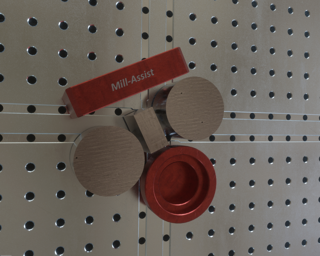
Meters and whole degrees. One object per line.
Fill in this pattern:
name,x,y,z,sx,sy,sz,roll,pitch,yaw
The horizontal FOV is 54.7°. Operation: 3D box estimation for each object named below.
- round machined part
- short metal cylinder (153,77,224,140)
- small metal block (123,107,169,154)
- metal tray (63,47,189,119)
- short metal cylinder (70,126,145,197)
round machined part,0.021,0.071,0.407,0.099,0.042,0.097,0,90,-20
short metal cylinder,0.036,-0.024,0.409,0.081,0.050,0.079,0,90,-20
small metal block,-0.018,0.002,0.388,0.025,0.050,0.050,-27,99,-18
metal tray,-0.043,-0.050,0.358,0.131,0.090,0.030,-25,99,-18
short metal cylinder,-0.064,0.037,0.372,0.081,0.050,0.079,0,90,-20
